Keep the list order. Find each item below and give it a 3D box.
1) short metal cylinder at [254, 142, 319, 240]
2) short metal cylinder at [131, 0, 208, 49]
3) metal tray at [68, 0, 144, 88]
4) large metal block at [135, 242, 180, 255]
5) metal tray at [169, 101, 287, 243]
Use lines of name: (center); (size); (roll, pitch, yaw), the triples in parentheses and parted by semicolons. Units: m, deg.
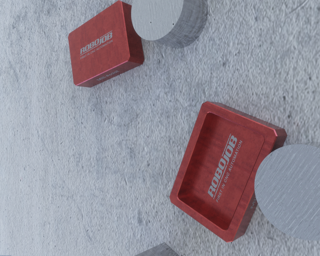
short metal cylinder: (0.134, 0.053, 0.278); (0.080, 0.050, 0.079); (0, 90, 40)
short metal cylinder: (0.011, -0.142, 0.380); (0.080, 0.050, 0.079); (0, 90, 40)
metal tray: (-0.086, -0.123, 0.473); (0.130, 0.030, 0.090); (-15, 81, 39)
large metal block: (-0.016, 0.200, 0.382); (0.050, 0.081, 0.079); (32, 110, 35)
metal tray: (0.070, 0.045, 0.343); (0.090, 0.030, 0.129); (28, 108, 36)
